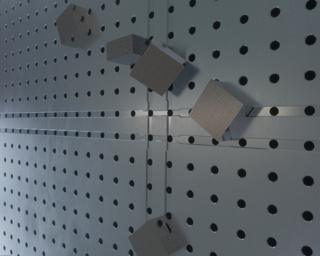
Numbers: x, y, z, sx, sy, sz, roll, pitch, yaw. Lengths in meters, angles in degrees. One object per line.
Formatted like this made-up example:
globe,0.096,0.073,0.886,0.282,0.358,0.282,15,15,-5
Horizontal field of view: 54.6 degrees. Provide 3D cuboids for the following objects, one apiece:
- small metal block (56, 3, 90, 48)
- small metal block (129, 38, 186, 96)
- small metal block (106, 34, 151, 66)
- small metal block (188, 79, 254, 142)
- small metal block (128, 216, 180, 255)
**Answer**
small metal block,-0.151,-0.176,0.536,0.050,0.025,0.050,-27,73,37
small metal block,-0.003,-0.077,0.395,0.050,0.025,0.050,32,119,-13
small metal block,-0.037,-0.105,0.425,0.050,0.050,0.025,-4,88,40
small metal block,0.068,-0.020,0.354,0.050,0.025,0.050,45,117,30
small metal block,-0.009,0.156,0.418,0.050,0.025,0.050,-47,62,30
